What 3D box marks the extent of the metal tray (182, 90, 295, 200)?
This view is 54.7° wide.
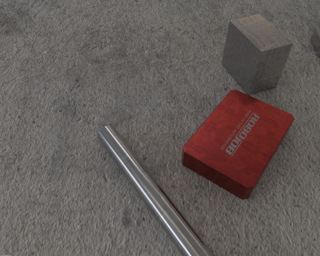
[{"bbox_3d":[0.099,0.014,0.389,0.090,0.030,0.131,29,56,22],"label":"metal tray"}]

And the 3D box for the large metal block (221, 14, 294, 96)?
[{"bbox_3d":[0.139,-0.109,0.460,0.050,0.080,0.080,-18,52,-14],"label":"large metal block"}]

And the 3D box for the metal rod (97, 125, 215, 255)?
[{"bbox_3d":[0.017,0.101,0.318,0.025,0.025,0.300,-28,56,-22],"label":"metal rod"}]

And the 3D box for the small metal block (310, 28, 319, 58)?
[{"bbox_3d":[0.292,-0.145,0.527,0.050,0.025,0.050,3,50,2],"label":"small metal block"}]
